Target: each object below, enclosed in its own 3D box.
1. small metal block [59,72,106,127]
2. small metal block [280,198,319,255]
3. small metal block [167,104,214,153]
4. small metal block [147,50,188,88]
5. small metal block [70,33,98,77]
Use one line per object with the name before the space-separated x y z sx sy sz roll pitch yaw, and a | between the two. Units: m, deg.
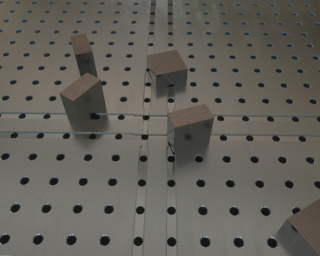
small metal block | -0.104 -0.039 0.424 0.025 0.050 0.050 28 56 22
small metal block | 0.163 0.108 0.318 0.050 0.025 0.050 -23 54 -18
small metal block | 0.037 0.001 0.391 0.050 0.050 0.025 -14 52 -12
small metal block | 0.010 -0.094 0.487 0.050 0.025 0.050 -14 51 -11
small metal block | -0.119 -0.111 0.484 0.025 0.050 0.050 -16 52 -12
